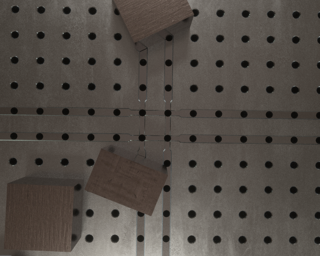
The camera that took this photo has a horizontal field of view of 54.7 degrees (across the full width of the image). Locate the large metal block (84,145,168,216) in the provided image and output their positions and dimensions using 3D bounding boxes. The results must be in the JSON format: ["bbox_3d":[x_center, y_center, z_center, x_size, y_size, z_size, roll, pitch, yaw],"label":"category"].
[{"bbox_3d":[-0.038,0.061,0.385,0.080,0.080,0.050,22,90,-1],"label":"large metal block"}]

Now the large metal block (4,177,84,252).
[{"bbox_3d":[-0.146,0.108,0.399,0.081,0.050,0.079,3,90,-1],"label":"large metal block"}]

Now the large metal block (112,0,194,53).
[{"bbox_3d":[-0.012,-0.157,0.401,0.080,0.050,0.080,-26,90,-1],"label":"large metal block"}]
